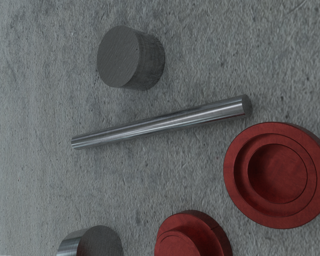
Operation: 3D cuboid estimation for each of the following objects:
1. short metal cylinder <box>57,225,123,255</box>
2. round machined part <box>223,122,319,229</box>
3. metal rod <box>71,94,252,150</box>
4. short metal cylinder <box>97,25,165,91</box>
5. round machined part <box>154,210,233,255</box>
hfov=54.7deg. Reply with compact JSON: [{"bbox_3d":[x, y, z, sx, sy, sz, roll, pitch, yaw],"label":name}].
[{"bbox_3d":[-0.101,0.186,0.450,0.050,0.081,0.080,-25,74,37],"label":"short metal cylinder"},{"bbox_3d":[0.115,0.043,0.298,0.098,0.042,0.097,0,90,39],"label":"round machined part"},{"bbox_3d":[-0.022,0.000,0.421,0.300,0.025,0.025,-12,83,39],"label":"metal rod"},{"bbox_3d":[-0.040,-0.092,0.419,0.080,0.050,0.079,0,90,39],"label":"short metal cylinder"},{"bbox_3d":[0.032,0.150,0.366,0.098,0.042,0.097,0,90,39],"label":"round machined part"}]
